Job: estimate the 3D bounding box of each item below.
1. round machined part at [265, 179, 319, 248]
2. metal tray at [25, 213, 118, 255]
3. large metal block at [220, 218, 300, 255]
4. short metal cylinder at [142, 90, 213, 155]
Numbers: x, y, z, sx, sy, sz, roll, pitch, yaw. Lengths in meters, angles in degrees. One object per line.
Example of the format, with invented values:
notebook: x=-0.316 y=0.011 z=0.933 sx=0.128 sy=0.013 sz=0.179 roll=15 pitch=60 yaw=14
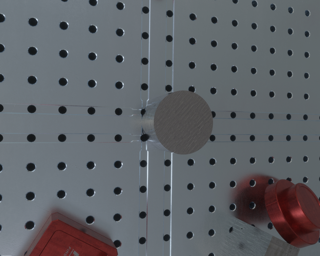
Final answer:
round machined part: x=0.202 y=0.119 z=0.451 sx=0.098 sy=0.042 sz=0.098 roll=26 pitch=43 yaw=-28
metal tray: x=-0.122 y=0.179 z=0.365 sx=0.090 sy=0.030 sz=0.130 roll=35 pitch=79 yaw=-17
large metal block: x=0.133 y=0.184 z=0.433 sx=0.050 sy=0.080 sz=0.080 roll=29 pitch=81 yaw=-18
short metal cylinder: x=0.022 y=-0.007 z=0.407 sx=0.081 sy=0.050 sz=0.079 roll=0 pitch=90 yaw=-20
